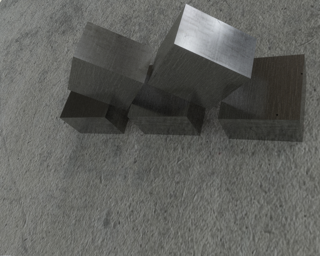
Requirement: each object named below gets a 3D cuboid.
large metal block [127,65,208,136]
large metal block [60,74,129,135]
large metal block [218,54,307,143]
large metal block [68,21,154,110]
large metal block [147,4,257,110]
[{"bbox_3d":[0.015,-0.037,0.404,0.080,0.050,0.080,1,62,28],"label":"large metal block"},{"bbox_3d":[-0.088,-0.038,0.457,0.080,0.050,0.080,0,62,28],"label":"large metal block"},{"bbox_3d":[0.117,-0.032,0.347,0.080,0.050,0.080,2,62,28],"label":"large metal block"},{"bbox_3d":[-0.063,-0.072,0.381,0.080,0.080,0.050,19,65,-13],"label":"large metal block"},{"bbox_3d":[0.042,-0.070,0.329,0.080,0.080,0.050,137,152,-62],"label":"large metal block"}]
